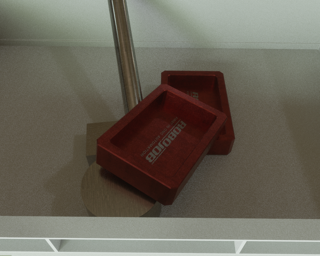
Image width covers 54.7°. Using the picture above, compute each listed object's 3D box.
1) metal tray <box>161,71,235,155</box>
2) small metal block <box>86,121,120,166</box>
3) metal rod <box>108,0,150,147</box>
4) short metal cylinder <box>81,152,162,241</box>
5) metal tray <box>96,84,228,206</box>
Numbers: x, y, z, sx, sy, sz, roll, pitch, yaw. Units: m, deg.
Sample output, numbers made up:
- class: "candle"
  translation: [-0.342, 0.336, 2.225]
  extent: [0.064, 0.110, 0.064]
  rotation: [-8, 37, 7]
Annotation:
- class: "metal tray"
  translation: [0.046, -0.025, 0.423]
  extent: [0.091, 0.030, 0.130]
  rotation: [1, 50, 0]
- class: "small metal block"
  translation: [-0.065, 0.019, 0.388]
  extent: [0.050, 0.025, 0.050]
  rotation: [-5, 50, -5]
- class: "metal rod"
  translation: [-0.045, -0.097, 0.406]
  extent: [0.025, 0.025, 0.299]
  rotation: [-8, 76, -7]
- class: "short metal cylinder"
  translation: [-0.039, 0.071, 0.328]
  extent: [0.081, 0.050, 0.080]
  rotation: [0, 50, 0]
- class: "metal tray"
  translation: [0.006, 0.010, 0.334]
  extent: [0.090, 0.030, 0.131]
  rotation: [29, 45, 15]
